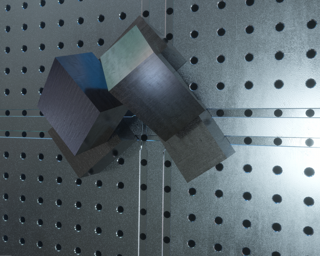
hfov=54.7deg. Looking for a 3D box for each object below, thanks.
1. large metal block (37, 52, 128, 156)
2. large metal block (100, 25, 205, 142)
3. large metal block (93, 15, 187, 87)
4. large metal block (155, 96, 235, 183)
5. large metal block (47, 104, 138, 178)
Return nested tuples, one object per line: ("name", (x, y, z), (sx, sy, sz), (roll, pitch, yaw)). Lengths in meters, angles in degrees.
("large metal block", (-0.089, -0.028, 0.360), (0.080, 0.050, 0.080), (49, 130, 13))
("large metal block", (-0.010, -0.046, 0.311), (0.050, 0.080, 0.080), (-39, 35, 11))
("large metal block", (-0.022, -0.082, 0.389), (0.080, 0.080, 0.050), (-43, 77, 15))
("large metal block", (0.041, 0.011, 0.367), (0.050, 0.080, 0.080), (-35, 79, 16))
("large metal block", (-0.093, 0.010, 0.430), (0.080, 0.050, 0.080), (-41, 78, 15))
